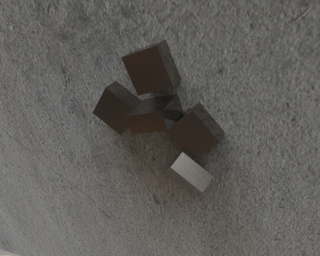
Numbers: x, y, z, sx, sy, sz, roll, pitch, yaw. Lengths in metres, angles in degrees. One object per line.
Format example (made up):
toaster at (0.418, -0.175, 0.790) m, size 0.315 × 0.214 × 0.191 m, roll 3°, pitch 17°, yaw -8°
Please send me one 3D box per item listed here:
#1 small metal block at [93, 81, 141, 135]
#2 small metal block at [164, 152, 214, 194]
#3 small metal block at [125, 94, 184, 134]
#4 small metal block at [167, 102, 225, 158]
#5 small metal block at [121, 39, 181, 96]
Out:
small metal block at (-0.056, -0.027, 0.418) m, size 0.050 × 0.025 × 0.050 m, roll 38°, pitch 129°, yaw 1°
small metal block at (0.036, 0.061, 0.409) m, size 0.050 × 0.025 × 0.050 m, roll 38°, pitch 164°, yaw 1°
small metal block at (-0.006, -0.017, 0.382) m, size 0.050 × 0.050 × 0.025 m, roll -6°, pitch 115°, yaw 30°
small metal block at (0.043, 0.004, 0.386) m, size 0.050 × 0.025 × 0.050 m, roll -35°, pitch 99°, yaw 38°
small metal block at (-0.010, -0.071, 0.367) m, size 0.050 × 0.025 × 0.050 m, roll -10°, pitch 114°, yaw 32°
